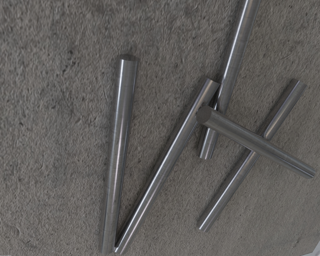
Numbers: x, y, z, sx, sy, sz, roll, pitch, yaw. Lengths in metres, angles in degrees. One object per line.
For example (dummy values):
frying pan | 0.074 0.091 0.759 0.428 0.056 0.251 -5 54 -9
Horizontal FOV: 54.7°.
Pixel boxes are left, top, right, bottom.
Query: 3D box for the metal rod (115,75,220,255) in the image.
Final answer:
metal rod | 0.002 0.064 0.446 0.025 0.025 0.298 15 110 -35

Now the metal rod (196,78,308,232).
metal rod | 0.148 0.054 0.520 0.025 0.025 0.298 18 109 -35

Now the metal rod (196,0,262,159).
metal rod | 0.095 -0.090 0.402 0.025 0.025 0.298 -2 120 -27

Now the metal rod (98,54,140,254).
metal rod | -0.058 0.053 0.407 0.025 0.025 0.298 -4 121 -26

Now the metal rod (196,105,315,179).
metal rod | 0.165 0.033 0.482 0.302 0.025 0.025 24 105 -37
